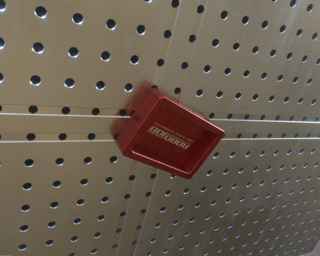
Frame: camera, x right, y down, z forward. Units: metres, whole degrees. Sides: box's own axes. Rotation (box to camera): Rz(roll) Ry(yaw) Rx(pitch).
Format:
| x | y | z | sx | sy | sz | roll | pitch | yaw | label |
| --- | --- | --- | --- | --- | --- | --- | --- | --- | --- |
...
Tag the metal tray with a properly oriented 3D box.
| x | y | z | sx | sy | sz | roll | pitch | yaw | label |
| --- | --- | --- | --- | --- | --- | --- | --- | --- | --- |
| 0.017 | 0.013 | 0.424 | 0.131 | 0.030 | 0.090 | 26 | 104 | -37 | metal tray |
